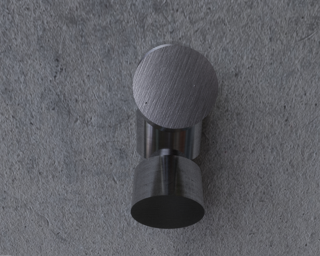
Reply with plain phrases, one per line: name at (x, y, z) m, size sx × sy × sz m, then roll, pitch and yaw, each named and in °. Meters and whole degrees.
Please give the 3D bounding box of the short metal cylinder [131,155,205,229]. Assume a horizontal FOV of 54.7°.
short metal cylinder at (0.009, 0.075, 0.355) m, size 0.080 × 0.050 × 0.080 m, roll 1°, pitch 138°, yaw 1°

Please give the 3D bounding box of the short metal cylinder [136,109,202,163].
short metal cylinder at (0.011, 0.003, 0.383) m, size 0.081 × 0.080 × 0.050 m, roll 1°, pitch 110°, yaw -1°

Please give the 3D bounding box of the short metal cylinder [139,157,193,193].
short metal cylinder at (0.009, 0.063, 0.421) m, size 0.081 × 0.050 × 0.079 m, roll 0°, pitch 110°, yaw 0°

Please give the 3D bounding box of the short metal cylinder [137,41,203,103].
short metal cylinder at (0.012, -0.063, 0.375) m, size 0.081 × 0.050 × 0.079 m, roll 0°, pitch 110°, yaw 0°

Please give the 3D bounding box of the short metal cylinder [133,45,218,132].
short metal cylinder at (0.014, -0.037, 0.315) m, size 0.081 × 0.050 × 0.080 m, roll 0°, pitch 85°, yaw -1°
